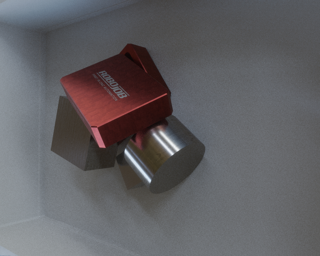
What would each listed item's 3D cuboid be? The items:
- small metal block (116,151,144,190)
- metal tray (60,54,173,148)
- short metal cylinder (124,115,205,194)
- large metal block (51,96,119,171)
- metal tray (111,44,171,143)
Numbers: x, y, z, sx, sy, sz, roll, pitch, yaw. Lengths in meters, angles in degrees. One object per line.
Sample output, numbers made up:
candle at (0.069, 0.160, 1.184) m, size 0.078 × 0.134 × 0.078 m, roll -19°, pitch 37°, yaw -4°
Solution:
small metal block at (-0.029, 0.051, 0.427) m, size 0.050 × 0.025 × 0.050 m, roll -35°, pitch 68°, yaw 34°
metal tray at (-0.056, -0.039, 0.368) m, size 0.130 × 0.091 × 0.030 m, roll 45°, pitch 156°, yaw 46°
short metal cylinder at (0.006, 0.031, 0.363) m, size 0.050 × 0.081 × 0.080 m, roll 47°, pitch 118°, yaw 29°
large metal block at (-0.101, 0.005, 0.427) m, size 0.080 × 0.050 × 0.079 m, roll 21°, pitch 103°, yaw 37°
metal tray at (-0.053, -0.043, 0.443) m, size 0.129 × 0.030 × 0.090 m, roll -41°, pitch 66°, yaw 32°
